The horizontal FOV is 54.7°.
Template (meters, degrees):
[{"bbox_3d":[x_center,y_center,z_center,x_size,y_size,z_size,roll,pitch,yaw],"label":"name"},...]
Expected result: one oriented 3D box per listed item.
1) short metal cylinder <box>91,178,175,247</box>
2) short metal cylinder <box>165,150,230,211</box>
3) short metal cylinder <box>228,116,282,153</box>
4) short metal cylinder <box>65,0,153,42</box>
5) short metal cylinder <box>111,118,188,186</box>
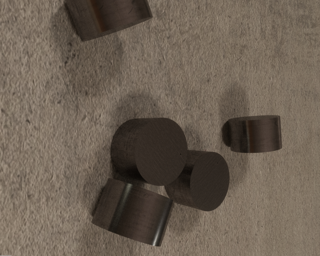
[{"bbox_3d":[-0.029,0.094,0.347,0.080,0.080,0.050,31,71,-36],"label":"short metal cylinder"},{"bbox_3d":[0.052,0.072,0.435,0.081,0.050,0.079,0,90,-40],"label":"short metal cylinder"},{"bbox_3d":[0.153,0.008,0.500,0.081,0.080,0.050,-10,97,-40],"label":"short metal cylinder"},{"bbox_3d":[-0.054,-0.128,0.325,0.081,0.080,0.050,-31,110,-36],"label":"short metal cylinder"},{"bbox_3d":[-0.013,0.027,0.380,0.081,0.050,0.079,0,90,-40],"label":"short metal cylinder"}]
